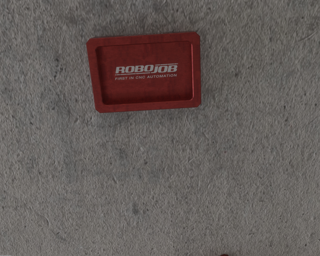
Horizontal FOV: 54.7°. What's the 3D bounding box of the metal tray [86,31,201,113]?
[{"bbox_3d":[-0.017,-0.069,0.381,0.131,0.030,0.089,-3,110,1],"label":"metal tray"}]
